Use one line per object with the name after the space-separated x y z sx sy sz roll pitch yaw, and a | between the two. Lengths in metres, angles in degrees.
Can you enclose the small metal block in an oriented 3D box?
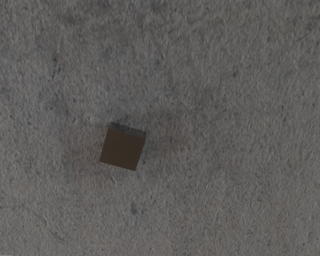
-0.050 0.025 0.418 0.050 0.025 0.050 16 109 -7 | small metal block
